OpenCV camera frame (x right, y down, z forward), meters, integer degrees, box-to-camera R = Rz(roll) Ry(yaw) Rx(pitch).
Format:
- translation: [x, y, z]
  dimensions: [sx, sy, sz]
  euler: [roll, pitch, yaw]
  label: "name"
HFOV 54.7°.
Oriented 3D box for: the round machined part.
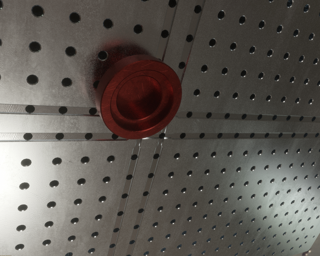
- translation: [-0.027, -0.039, 0.363]
  dimensions: [0.099, 0.042, 0.097]
  euler: [-14, 125, -21]
  label: "round machined part"
